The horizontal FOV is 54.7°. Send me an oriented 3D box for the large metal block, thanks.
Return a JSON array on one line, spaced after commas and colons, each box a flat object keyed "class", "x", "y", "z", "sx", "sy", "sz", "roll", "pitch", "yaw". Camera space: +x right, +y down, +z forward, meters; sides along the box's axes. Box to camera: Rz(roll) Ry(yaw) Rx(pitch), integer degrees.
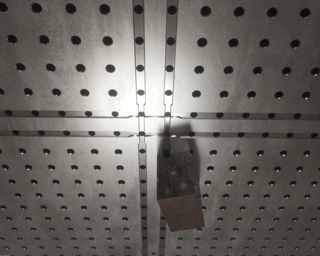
[{"class": "large metal block", "x": 0.030, "y": 0.093, "z": 0.455, "sx": 0.050, "sy": 0.080, "sz": 0.080, "roll": -12, "pitch": 129, "yaw": 9}]
